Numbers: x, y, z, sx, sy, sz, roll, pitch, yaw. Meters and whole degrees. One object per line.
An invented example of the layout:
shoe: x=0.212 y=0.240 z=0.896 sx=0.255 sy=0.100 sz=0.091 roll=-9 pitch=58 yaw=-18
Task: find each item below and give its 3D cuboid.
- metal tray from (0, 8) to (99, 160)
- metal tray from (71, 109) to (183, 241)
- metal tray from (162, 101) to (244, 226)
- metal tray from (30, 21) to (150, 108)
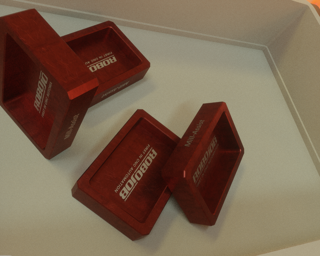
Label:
metal tray: x=-0.114 y=-0.034 z=0.297 sx=0.090 sy=0.129 sz=0.030 roll=48 pitch=51 yaw=5
metal tray: x=-0.025 y=0.049 z=0.358 sx=0.090 sy=0.030 sz=0.130 roll=38 pitch=51 yaw=-3
metal tray: x=0.059 y=0.040 z=0.380 sx=0.130 sy=0.030 sz=0.090 roll=-55 pitch=128 yaw=-39
metal tray: x=-0.087 y=-0.084 z=0.406 sx=0.090 sy=0.030 sz=0.131 roll=49 pitch=51 yaw=6
